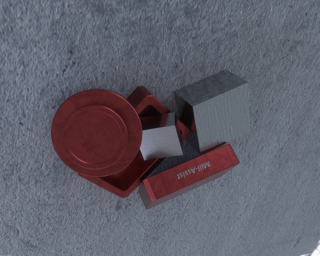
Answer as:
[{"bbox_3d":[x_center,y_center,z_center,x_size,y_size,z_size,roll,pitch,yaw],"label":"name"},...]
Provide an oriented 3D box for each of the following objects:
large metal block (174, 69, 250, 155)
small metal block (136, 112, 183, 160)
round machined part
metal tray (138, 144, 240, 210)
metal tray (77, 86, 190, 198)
[{"bbox_3d":[0.072,-0.022,0.418,0.081,0.050,0.080,-24,127,-14],"label":"large metal block"},{"bbox_3d":[-0.001,0.011,0.385,0.050,0.025,0.050,-9,130,10],"label":"small metal block"},{"bbox_3d":[-0.068,0.007,0.337,0.099,0.042,0.097,-1,99,-4],"label":"round machined part"},{"bbox_3d":[0.038,0.071,0.440,0.131,0.030,0.090,-21,163,-16],"label":"metal tray"},{"bbox_3d":[-0.035,0.022,0.398,0.130,0.030,0.090,-46,129,4],"label":"metal tray"}]
